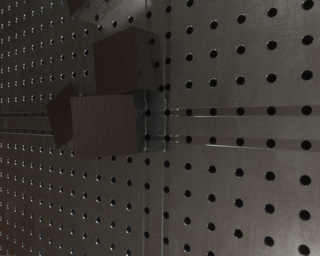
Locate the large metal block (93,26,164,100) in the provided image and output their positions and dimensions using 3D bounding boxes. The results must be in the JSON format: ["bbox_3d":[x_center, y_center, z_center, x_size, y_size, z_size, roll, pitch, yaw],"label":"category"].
[{"bbox_3d":[-0.045,-0.084,0.428,0.080,0.050,0.080,-8,85,39],"label":"large metal block"}]

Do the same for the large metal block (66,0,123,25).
[{"bbox_3d":[-0.102,-0.221,0.475,0.080,0.050,0.080,-26,74,36],"label":"large metal block"}]

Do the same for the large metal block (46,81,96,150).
[{"bbox_3d":[-0.133,-0.018,0.500,0.080,0.050,0.080,-31,71,35],"label":"large metal block"}]

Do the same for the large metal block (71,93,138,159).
[{"bbox_3d":[-0.073,-0.001,0.424,0.081,0.050,0.080,-4,86,-4],"label":"large metal block"}]
